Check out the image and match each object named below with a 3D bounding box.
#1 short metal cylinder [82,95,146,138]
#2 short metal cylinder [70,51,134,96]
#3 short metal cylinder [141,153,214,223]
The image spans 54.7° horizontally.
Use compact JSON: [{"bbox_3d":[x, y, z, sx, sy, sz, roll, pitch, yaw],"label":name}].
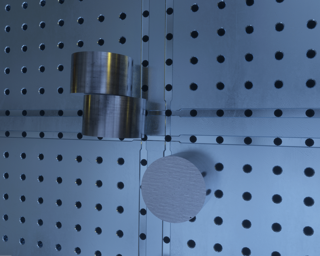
[{"bbox_3d":[-0.059,-0.015,0.403,0.080,0.080,0.050,4,92,19],"label":"short metal cylinder"},{"bbox_3d":[-0.076,-0.067,0.409,0.080,0.080,0.050,3,91,19],"label":"short metal cylinder"},{"bbox_3d":[0.023,0.073,0.390,0.080,0.050,0.079,0,90,19],"label":"short metal cylinder"}]
